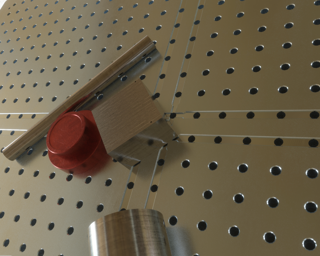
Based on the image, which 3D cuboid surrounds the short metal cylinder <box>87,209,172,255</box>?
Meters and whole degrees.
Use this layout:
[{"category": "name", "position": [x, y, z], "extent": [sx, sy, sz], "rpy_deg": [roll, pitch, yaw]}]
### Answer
[{"category": "short metal cylinder", "position": [-0.030, 0.122, 0.314], "extent": [0.080, 0.080, 0.050], "rpy_deg": [-25, 53, 13]}]

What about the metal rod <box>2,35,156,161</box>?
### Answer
[{"category": "metal rod", "position": [-0.132, -0.048, 0.507], "extent": [0.300, 0.025, 0.025], "rpy_deg": [-38, 51, 2]}]

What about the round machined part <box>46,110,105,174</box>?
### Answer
[{"category": "round machined part", "position": [-0.126, 0.015, 0.455], "extent": [0.098, 0.042, 0.098], "rpy_deg": [-13, 56, 21]}]

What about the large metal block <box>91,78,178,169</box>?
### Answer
[{"category": "large metal block", "position": [-0.035, -0.006, 0.415], "extent": [0.080, 0.050, 0.080], "rpy_deg": [-34, 51, 6]}]
